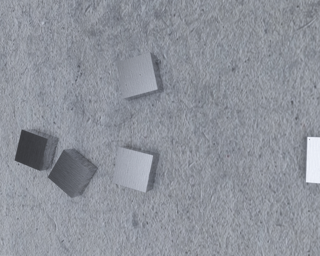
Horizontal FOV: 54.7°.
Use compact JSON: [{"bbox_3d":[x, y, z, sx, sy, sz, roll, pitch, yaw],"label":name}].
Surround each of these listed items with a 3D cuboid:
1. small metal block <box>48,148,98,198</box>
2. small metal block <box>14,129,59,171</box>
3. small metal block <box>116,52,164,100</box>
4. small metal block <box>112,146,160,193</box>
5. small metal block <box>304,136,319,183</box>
[{"bbox_3d":[-0.128,0.065,0.454,0.050,0.025,0.050,36,101,16],"label":"small metal block"},{"bbox_3d":[-0.190,0.033,0.476,0.050,0.025,0.050,17,96,19],"label":"small metal block"},{"bbox_3d":[-0.027,-0.069,0.418,0.050,0.025,0.050,-13,86,19],"label":"small metal block"},{"bbox_3d":[-0.033,0.055,0.420,0.050,0.025,0.050,13,94,19],"label":"small metal block"},{"bbox_3d":[0.189,0.035,0.342,0.050,0.025,0.050,2,91,20],"label":"small metal block"}]
